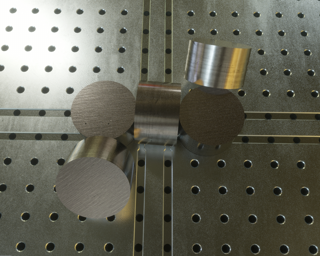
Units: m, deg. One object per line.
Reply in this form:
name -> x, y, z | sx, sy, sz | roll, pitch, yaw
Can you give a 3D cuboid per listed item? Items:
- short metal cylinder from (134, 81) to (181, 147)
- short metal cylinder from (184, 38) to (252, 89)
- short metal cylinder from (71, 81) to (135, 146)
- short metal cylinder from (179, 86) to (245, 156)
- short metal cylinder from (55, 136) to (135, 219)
short metal cylinder -> -0.002, -0.018, 0.389 | 0.050, 0.080, 0.080 | 5, 70, 1
short metal cylinder -> 0.075, -0.087, 0.408 | 0.080, 0.080, 0.050 | 8, 112, 2
short metal cylinder -> -0.069, -0.014, 0.402 | 0.081, 0.050, 0.080 | 0, 70, 0
short metal cylinder -> 0.063, -0.009, 0.402 | 0.081, 0.050, 0.080 | 0, 70, 0
short metal cylinder -> -0.071, 0.056, 0.355 | 0.081, 0.050, 0.079 | 0, 114, 1
